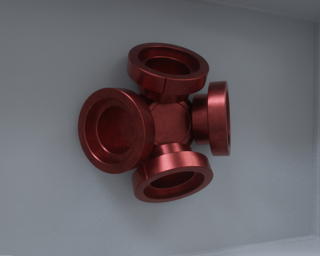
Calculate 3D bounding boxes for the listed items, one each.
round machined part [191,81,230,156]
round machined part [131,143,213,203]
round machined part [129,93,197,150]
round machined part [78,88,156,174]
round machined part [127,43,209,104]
[{"bbox_3d":[0.068,-0.012,0.407,0.042,0.098,0.097,-2,91,16],"label":"round machined part"},{"bbox_3d":[0.013,0.054,0.385,0.099,0.097,0.042,-1,55,-20],"label":"round machined part"},{"bbox_3d":[0.005,-0.006,0.402,0.099,0.042,0.097,0,90,-21],"label":"round machined part"},{"bbox_3d":[-0.046,0.002,0.364,0.042,0.098,0.097,-10,95,-58],"label":"round machined part"},{"bbox_3d":[0.008,-0.066,0.384,0.099,0.098,0.042,-4,129,-20],"label":"round machined part"}]
